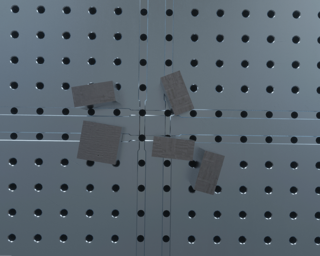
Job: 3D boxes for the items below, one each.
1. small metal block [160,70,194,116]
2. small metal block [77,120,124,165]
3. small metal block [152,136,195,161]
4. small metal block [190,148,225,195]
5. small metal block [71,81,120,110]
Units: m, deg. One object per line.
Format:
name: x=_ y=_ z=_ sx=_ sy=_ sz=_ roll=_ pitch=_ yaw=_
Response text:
small metal block: x=0.021 y=-0.043 z=0.401 sx=0.025 sy=0.050 sz=0.050 roll=-21 pitch=90 yaw=0
small metal block: x=-0.078 y=0.019 z=0.412 sx=0.050 sy=0.025 sz=0.050 roll=10 pitch=90 yaw=-1
small metal block: x=0.016 y=0.025 z=0.401 sx=0.050 sy=0.050 sz=0.025 roll=6 pitch=90 yaw=-1
small metal block: x=0.060 y=0.054 z=0.402 sx=0.025 sy=0.050 sz=0.050 roll=16 pitch=90 yaw=0
small metal block: x=-0.081 y=-0.041 z=0.400 sx=0.050 sy=0.050 sz=0.025 roll=-9 pitch=90 yaw=0
